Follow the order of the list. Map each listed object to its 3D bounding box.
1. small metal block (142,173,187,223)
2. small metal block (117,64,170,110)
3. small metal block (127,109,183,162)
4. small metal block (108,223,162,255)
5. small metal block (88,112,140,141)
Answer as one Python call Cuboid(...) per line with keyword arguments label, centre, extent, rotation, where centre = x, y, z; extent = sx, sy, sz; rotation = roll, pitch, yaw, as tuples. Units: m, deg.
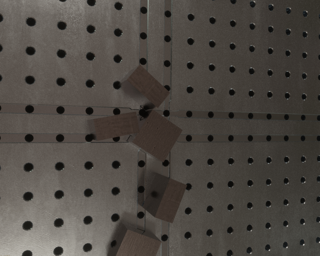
Cuboid(label="small metal block", centre=(0.005, 0.089, 0.402), extent=(0.025, 0.050, 0.050), rotation=(25, 82, -19))
Cuboid(label="small metal block", centre=(-0.022, -0.050, 0.392), extent=(0.050, 0.050, 0.025), rotation=(42, 77, -16))
Cuboid(label="small metal block", centre=(-0.007, 0.010, 0.411), extent=(0.050, 0.025, 0.050), rotation=(35, 79, -17))
Cuboid(label="small metal block", centre=(-0.034, 0.159, 0.401), extent=(0.050, 0.025, 0.050), rotation=(27, 81, -19))
Cuboid(label="small metal block", centre=(-0.058, -0.003, 0.379), extent=(0.050, 0.050, 0.025), rotation=(-12, 94, -20))
